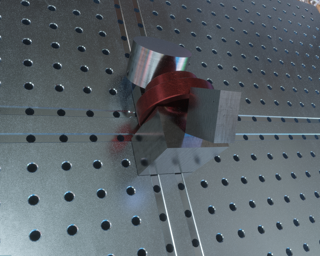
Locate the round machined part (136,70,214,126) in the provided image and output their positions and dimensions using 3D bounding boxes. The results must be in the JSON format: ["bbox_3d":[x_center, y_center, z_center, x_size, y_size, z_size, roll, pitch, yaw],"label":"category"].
[{"bbox_3d":[0.019,-0.034,0.380,0.099,0.097,0.042,1,62,-28],"label":"round machined part"}]

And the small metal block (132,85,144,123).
[{"bbox_3d":[-0.006,-0.034,0.426,0.050,0.025,0.050,1,61,-28],"label":"small metal block"}]

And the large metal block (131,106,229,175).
[{"bbox_3d":[0.021,0.017,0.374,0.081,0.080,0.050,1,62,-28],"label":"large metal block"}]

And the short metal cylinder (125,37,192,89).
[{"bbox_3d":[-0.003,-0.088,0.424,0.081,0.050,0.080,14,27,-7],"label":"short metal cylinder"}]

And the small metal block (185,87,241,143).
[{"bbox_3d":[0.052,-0.014,0.314,0.025,0.050,0.050,2,99,-29],"label":"small metal block"}]
